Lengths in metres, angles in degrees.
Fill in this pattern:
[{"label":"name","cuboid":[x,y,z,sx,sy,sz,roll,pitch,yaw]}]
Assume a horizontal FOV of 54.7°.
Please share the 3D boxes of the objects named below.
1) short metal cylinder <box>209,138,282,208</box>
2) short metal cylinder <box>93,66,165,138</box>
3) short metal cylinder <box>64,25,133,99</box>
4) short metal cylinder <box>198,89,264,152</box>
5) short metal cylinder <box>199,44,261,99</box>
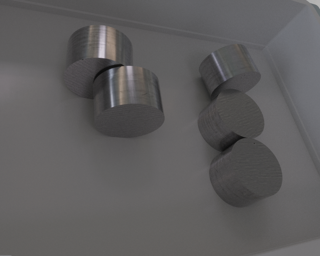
[{"label":"short metal cylinder","cuboid":[0.114,0.060,0.414,0.081,0.050,0.080,14,56,-21]},{"label":"short metal cylinder","cuboid":[-0.038,-0.028,0.367,0.081,0.080,0.050,6,60,-25]},{"label":"short metal cylinder","cuboid":[-0.073,-0.077,0.378,0.081,0.080,0.050,10,58,-23]},{"label":"short metal cylinder","cuboid":[0.103,-0.010,0.451,0.081,0.050,0.080,14,56,-21]},{"label":"short metal cylinder","cuboid":[0.107,-0.083,0.479,0.081,0.080,0.050,-7,65,-31]}]
